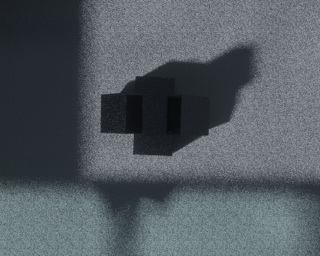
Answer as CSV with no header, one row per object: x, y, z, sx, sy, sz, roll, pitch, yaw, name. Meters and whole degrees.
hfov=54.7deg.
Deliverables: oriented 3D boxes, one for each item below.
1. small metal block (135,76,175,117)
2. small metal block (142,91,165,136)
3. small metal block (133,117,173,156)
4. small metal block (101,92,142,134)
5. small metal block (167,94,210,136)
-0.007,-0.040,0.409,0.050,0.025,0.050,3,90,-1,small metal block
-0.007,-0.016,0.371,0.025,0.050,0.050,1,90,-1,small metal block
-0.008,0.010,0.409,0.050,0.025,0.050,3,90,0,small metal block
-0.050,-0.018,0.395,0.050,0.025,0.050,1,90,43,small metal block
0.037,-0.016,0.398,0.050,0.025,0.050,1,91,-39,small metal block
